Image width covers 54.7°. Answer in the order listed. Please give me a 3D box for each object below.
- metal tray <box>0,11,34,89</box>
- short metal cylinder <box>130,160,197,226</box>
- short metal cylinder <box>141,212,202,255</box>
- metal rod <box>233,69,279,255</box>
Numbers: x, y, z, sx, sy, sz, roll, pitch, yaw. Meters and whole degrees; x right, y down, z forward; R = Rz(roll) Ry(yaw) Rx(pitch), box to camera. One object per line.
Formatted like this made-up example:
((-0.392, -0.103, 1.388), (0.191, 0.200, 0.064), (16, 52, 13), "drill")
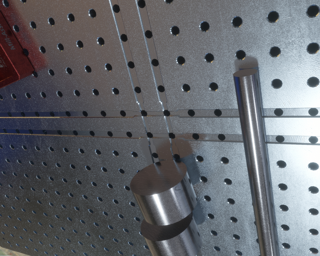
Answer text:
((-0.259, -0.126, 0.466), (0.090, 0.030, 0.129), (-13, 112, 33), "metal tray")
((0.006, 0.087, 0.426), (0.080, 0.080, 0.050), (-6, 116, 31), "short metal cylinder")
((0.018, 0.157, 0.464), (0.080, 0.080, 0.050), (-7, 115, 31), "short metal cylinder")
((0.126, 0.072, 0.389), (0.025, 0.025, 0.298), (-1, 118, 29), "metal rod")
